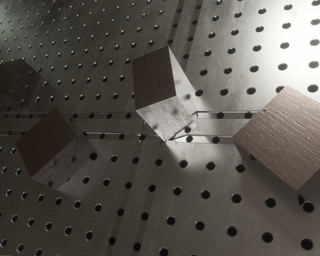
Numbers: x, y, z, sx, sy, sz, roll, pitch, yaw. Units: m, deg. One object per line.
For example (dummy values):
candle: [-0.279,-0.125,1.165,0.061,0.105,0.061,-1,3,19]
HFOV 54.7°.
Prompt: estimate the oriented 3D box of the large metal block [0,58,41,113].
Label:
large metal block: [-0.287,-0.078,0.587,0.080,0.050,0.080,-6,59,24]

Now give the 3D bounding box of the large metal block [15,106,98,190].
large metal block: [-0.152,0.028,0.452,0.080,0.050,0.080,-43,51,-2]

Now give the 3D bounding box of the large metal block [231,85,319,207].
large metal block: [0.134,0.017,0.311,0.080,0.050,0.080,-43,51,-2]

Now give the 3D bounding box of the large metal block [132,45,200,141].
large metal block: [0.008,-0.042,0.393,0.050,0.080,0.080,-19,55,17]
